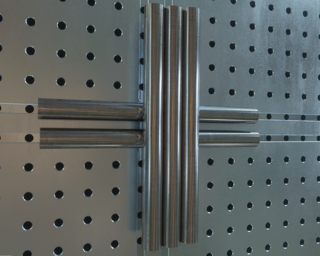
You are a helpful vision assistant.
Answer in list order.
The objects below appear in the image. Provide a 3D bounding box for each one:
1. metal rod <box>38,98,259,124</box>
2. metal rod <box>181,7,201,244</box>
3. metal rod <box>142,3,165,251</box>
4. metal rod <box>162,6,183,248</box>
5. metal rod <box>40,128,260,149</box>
[{"bbox_3d":[0.000,-0.020,0.414,0.303,0.025,0.025,1,90,-21],"label":"metal rod"},{"bbox_3d":[0.038,-0.003,0.402,0.025,0.025,0.298,1,90,-20],"label":"metal rod"},{"bbox_3d":[-0.009,-0.001,0.384,0.025,0.025,0.298,1,90,-20],"label":"metal rod"},{"bbox_3d":[0.015,-0.002,0.393,0.025,0.025,0.298,1,90,-20],"label":"metal rod"},{"bbox_3d":[0.001,0.014,0.414,0.303,0.025,0.025,1,90,-21],"label":"metal rod"}]
